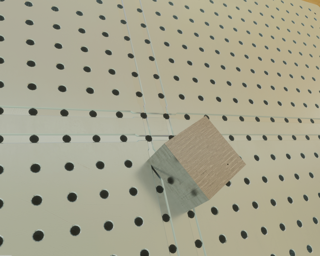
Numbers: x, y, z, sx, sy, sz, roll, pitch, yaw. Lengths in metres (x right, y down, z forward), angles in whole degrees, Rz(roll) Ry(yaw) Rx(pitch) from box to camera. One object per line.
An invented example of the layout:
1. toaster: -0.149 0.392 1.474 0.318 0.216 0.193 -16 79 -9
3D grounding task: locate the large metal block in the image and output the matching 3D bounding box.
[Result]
1. large metal block: 0.046 0.043 0.390 0.081 0.050 0.080 -32 80 -38
